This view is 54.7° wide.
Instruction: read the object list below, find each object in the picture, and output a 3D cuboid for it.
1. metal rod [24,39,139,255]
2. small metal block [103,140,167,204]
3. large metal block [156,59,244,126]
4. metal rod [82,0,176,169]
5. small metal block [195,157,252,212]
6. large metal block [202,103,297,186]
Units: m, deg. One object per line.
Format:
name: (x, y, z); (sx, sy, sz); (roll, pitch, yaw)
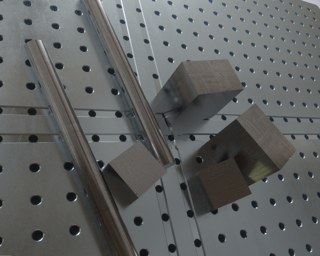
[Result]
metal rod: (-0.089, 0.026, 0.344); (0.025, 0.025, 0.299); (-16, 70, -35)
small metal block: (-0.029, 0.051, 0.361); (0.050, 0.025, 0.050); (48, 51, 6)
large metal block: (0.053, -0.049, 0.431); (0.081, 0.080, 0.050); (-11, 67, -33)
metal rod: (-0.051, -0.081, 0.429); (0.025, 0.025, 0.299); (-13, 68, -33)
small metal block: (0.080, 0.072, 0.395); (0.050, 0.025, 0.050); (-21, 71, -9)
large metal block: (0.118, 0.027, 0.419); (0.050, 0.080, 0.080); (-33, 81, -38)
